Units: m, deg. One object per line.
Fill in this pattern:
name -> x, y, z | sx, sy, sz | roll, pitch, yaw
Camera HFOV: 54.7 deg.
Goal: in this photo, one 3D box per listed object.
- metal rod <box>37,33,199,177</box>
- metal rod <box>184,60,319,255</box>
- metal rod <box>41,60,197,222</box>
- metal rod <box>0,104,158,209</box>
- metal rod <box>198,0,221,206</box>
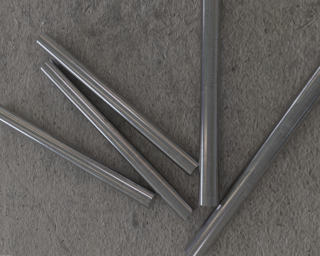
metal rod -> -0.065, -0.041, 0.431 | 0.300, 0.025, 0.025 | 40, 103, 15
metal rod -> 0.121, 0.037, 0.366 | 0.025, 0.025, 0.299 | 36, 101, 16
metal rod -> -0.065, 0.009, 0.431 | 0.300, 0.025, 0.025 | 44, 104, 14
metal rod -> -0.138, 0.034, 0.457 | 0.301, 0.025, 0.025 | 26, 99, 18
metal rod -> 0.062, -0.057, 0.380 | 0.025, 0.025, 0.298 | 0, 88, 20
